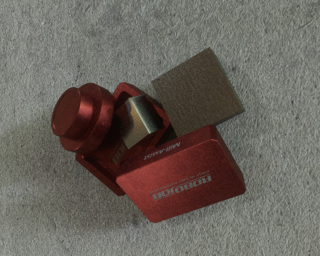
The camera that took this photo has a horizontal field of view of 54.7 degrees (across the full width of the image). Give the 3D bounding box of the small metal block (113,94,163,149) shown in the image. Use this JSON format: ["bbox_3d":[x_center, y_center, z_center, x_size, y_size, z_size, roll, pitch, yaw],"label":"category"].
[{"bbox_3d":[-0.031,-0.008,0.397,0.050,0.025,0.050,-37,79,45],"label":"small metal block"}]

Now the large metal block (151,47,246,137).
[{"bbox_3d":[0.048,-0.039,0.380,0.080,0.050,0.080,-28,81,17],"label":"large metal block"}]

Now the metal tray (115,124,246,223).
[{"bbox_3d":[0.025,0.060,0.374,0.130,0.030,0.090,-24,118,19],"label":"metal tray"}]

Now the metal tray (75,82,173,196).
[{"bbox_3d":[-0.046,0.015,0.423,0.090,0.030,0.129,37,101,16],"label":"metal tray"}]

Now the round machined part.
[{"bbox_3d":[-0.110,-0.016,0.418,0.098,0.042,0.098,-20,59,38],"label":"round machined part"}]
